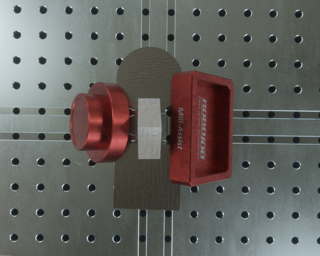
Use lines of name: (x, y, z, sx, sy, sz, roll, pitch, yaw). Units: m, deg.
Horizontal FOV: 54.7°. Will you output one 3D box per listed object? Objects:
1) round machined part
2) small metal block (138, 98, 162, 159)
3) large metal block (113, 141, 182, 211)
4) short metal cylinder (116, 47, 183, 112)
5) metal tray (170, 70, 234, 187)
round machined part: (-0.078, -0.007, 0.372, 0.042, 0.098, 0.097, 1, 90, -33)
small metal block: (-0.013, 0.001, 0.358, 0.025, 0.050, 0.050, 0, 132, -3)
large metal block: (-0.015, 0.059, 0.400, 0.081, 0.050, 0.080, 2, 90, 0)
short metal cylinder: (-0.012, -0.059, 0.400, 0.081, 0.050, 0.080, 0, 90, 0)
metal tray: (0.054, 0.001, 0.382, 0.030, 0.091, 0.129, 1, 90, 43)
